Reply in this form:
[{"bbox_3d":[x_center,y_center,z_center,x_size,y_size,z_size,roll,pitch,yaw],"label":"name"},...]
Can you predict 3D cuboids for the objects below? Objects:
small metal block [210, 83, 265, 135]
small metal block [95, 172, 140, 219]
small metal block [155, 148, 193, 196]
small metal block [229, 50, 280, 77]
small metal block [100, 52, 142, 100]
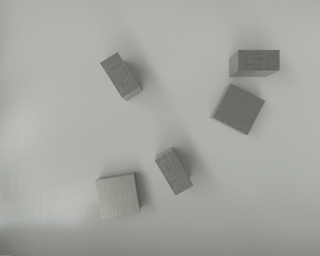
[{"bbox_3d":[0.102,-0.024,0.412,0.050,0.025,0.050,27,90,0],"label":"small metal block"},{"bbox_3d":[-0.055,0.088,0.411,0.050,0.025,0.050,-10,90,0],"label":"small metal block"},{"bbox_3d":[0.017,0.054,0.399,0.025,0.050,0.050,-30,90,0],"label":"small metal block"},{"bbox_3d":[0.120,-0.082,0.400,0.050,0.050,0.025,0,90,0],"label":"small metal block"},{"bbox_3d":[-0.048,-0.064,0.398,0.025,0.050,0.050,-32,90,0],"label":"small metal block"}]
